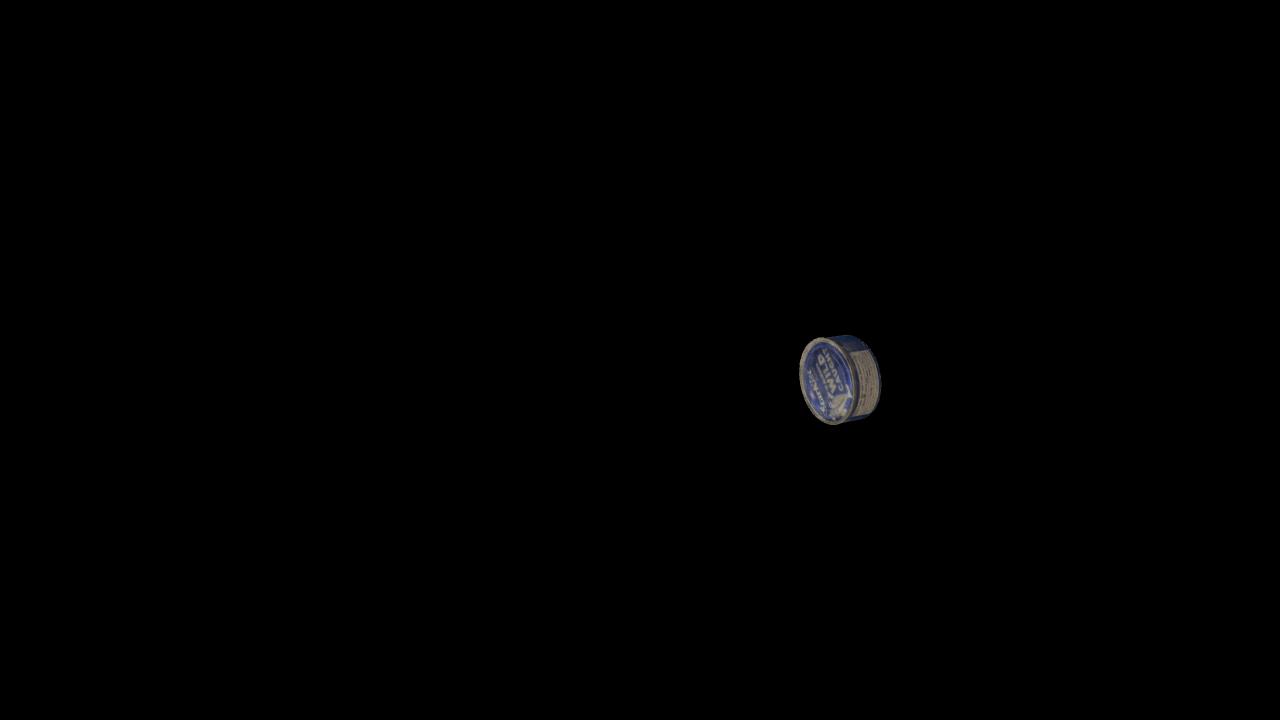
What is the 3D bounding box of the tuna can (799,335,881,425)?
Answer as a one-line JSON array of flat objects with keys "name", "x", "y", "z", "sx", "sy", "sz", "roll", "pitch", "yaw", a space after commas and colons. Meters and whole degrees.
[{"name": "tuna can", "x": 0.190, "y": 0.018, "z": 0.588, "sx": 0.034, "sy": 0.084, "sz": 0.084, "roll": -8, "pitch": 3, "yaw": -20}]
